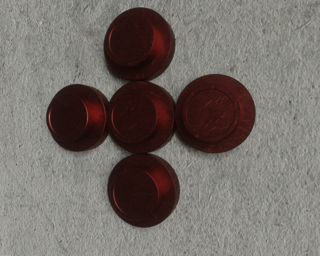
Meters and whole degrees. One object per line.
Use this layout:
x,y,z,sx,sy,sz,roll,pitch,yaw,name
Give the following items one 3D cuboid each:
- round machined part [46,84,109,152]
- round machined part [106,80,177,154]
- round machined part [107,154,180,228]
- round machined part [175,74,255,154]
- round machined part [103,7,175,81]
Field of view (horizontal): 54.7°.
-0.121,-0.014,0.443,0.098,0.042,0.097,0,90,19,round machined part
-0.028,-0.015,0.410,0.098,0.042,0.097,0,90,19,round machined part
-0.026,0.083,0.409,0.098,0.042,0.097,0,90,19,round machined part
0.065,-0.017,0.378,0.098,0.042,0.097,0,90,19,round machined part
-0.032,-0.112,0.412,0.098,0.042,0.097,0,90,19,round machined part
